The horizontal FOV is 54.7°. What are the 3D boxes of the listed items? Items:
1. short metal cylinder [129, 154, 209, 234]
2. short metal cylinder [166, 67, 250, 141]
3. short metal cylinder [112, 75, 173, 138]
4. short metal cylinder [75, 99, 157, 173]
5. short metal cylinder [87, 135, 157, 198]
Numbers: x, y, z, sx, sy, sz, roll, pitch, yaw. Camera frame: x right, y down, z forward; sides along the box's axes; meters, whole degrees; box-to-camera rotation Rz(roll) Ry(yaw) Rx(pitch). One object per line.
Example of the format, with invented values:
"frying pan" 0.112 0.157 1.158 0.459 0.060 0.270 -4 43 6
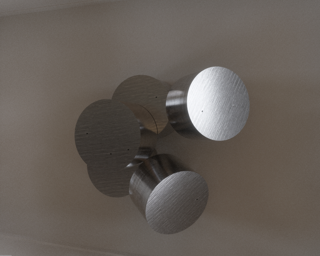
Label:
"short metal cylinder" 0.010 0.077 0.368 0.050 0.081 0.080 35 105 58
"short metal cylinder" 0.054 -0.026 0.354 0.081 0.050 0.079 1 89 -25
"short metal cylinder" -0.016 -0.025 0.400 0.080 0.050 0.079 0 90 19
"short metal cylinder" -0.049 0.008 0.357 0.080 0.050 0.079 0 90 19
"short metal cylinder" -0.048 0.047 0.412 0.080 0.050 0.079 0 90 19
